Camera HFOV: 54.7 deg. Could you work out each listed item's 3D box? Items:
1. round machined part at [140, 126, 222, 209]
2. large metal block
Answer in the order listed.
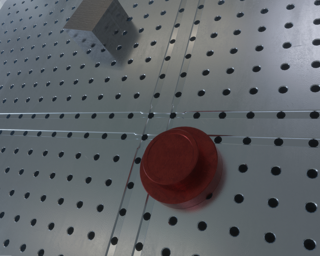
[{"bbox_3d":[0.019,0.040,0.363,0.098,0.042,0.098,-13,56,21],"label":"round machined part"},{"bbox_3d":[-0.117,-0.194,0.573,0.080,0.050,0.080,17,71,35],"label":"large metal block"}]
